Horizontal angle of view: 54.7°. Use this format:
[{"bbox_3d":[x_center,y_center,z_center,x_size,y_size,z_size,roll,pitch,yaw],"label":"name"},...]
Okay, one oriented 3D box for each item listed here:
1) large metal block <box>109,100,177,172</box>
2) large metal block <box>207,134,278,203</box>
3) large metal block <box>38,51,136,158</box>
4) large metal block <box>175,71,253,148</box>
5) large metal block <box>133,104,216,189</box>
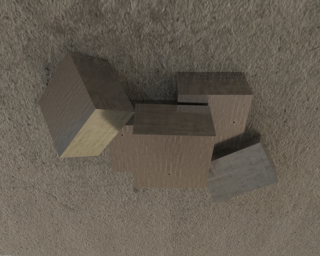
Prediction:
[{"bbox_3d":[-0.021,0.011,0.399,0.081,0.050,0.079,0,130,-1],"label":"large metal block"},{"bbox_3d":[0.104,0.051,0.409,0.080,0.080,0.050,-25,88,19],"label":"large metal block"},{"bbox_3d":[-0.084,-0.024,0.342,0.050,0.080,0.080,2,140,-48],"label":"large metal block"},{"bbox_3d":[0.059,-0.021,0.376,0.081,0.050,0.079,0,130,-1],"label":"large metal block"},{"bbox_3d":[0.012,0.021,0.342,0.081,0.050,0.079,2,130,-2],"label":"large metal block"}]
